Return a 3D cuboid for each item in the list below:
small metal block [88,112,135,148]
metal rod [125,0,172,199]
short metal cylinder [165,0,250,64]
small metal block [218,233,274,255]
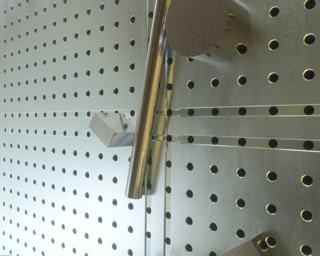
[{"bbox_3d":[-0.066,0.002,0.448,0.050,0.050,0.025,42,116,32],"label":"small metal block"},{"bbox_3d":[-0.013,-0.049,0.420,0.025,0.025,0.298,16,100,39],"label":"metal rod"},{"bbox_3d":[0.053,-0.116,0.350,0.080,0.050,0.080,0,90,40],"label":"short metal cylinder"},{"bbox_3d":[0.097,0.149,0.330,0.050,0.025,0.050,-42,65,32],"label":"small metal block"}]
